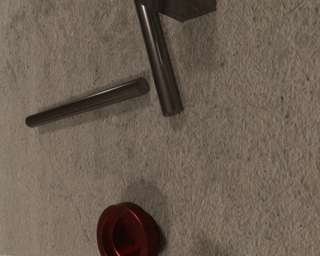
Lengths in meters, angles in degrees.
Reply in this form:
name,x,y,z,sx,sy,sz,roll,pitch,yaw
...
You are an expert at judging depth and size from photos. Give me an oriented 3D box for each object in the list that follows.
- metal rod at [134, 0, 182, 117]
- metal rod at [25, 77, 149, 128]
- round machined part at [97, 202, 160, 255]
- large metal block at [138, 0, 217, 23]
name,x,y,z,sx,sy,sz,roll,pitch,yaw
metal rod,-0.020,-0.160,0.418,0.025,0.025,0.299,-23,76,37
metal rod,-0.138,-0.035,0.515,0.300,0.025,0.025,-11,83,39
round machined part,-0.039,0.150,0.424,0.098,0.042,0.097,0,90,39
large metal block,0.019,-0.176,0.352,0.050,0.081,0.080,-6,87,39
